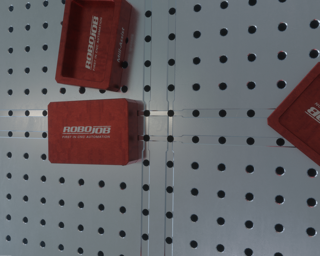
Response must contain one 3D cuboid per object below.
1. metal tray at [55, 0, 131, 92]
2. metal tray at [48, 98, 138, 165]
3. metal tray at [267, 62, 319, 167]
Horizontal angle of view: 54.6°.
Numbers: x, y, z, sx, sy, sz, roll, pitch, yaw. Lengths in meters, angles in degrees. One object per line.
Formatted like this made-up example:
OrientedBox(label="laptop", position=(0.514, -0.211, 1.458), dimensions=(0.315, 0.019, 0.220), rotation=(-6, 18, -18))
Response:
OrientedBox(label="metal tray", position=(-0.096, -0.122, 0.444), dimensions=(0.090, 0.030, 0.129), rotation=(10, 93, 19))
OrientedBox(label="metal tray", position=(-0.098, 0.006, 0.445), dimensions=(0.130, 0.030, 0.090), rotation=(-1, 90, 20))
OrientedBox(label="metal tray", position=(0.198, 0.001, 0.339), dimensions=(0.130, 0.030, 0.090), rotation=(42, 103, 15))
